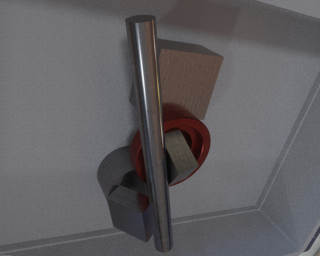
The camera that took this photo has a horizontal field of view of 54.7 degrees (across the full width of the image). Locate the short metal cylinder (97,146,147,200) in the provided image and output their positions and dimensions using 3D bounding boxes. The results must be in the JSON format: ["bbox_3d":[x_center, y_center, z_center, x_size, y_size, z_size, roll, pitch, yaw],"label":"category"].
[{"bbox_3d":[-0.038,0.071,0.416,0.081,0.050,0.079,-14,125,-21],"label":"short metal cylinder"}]

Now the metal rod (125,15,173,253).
[{"bbox_3d":[-0.005,0.034,0.336,0.025,0.025,0.298,-18,126,-19],"label":"metal rod"}]

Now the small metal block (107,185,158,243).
[{"bbox_3d":[-0.032,0.102,0.370,0.025,0.050,0.050,-44,139,-44],"label":"small metal block"}]

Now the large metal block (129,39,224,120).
[{"bbox_3d":[0.017,-0.057,0.365,0.081,0.050,0.079,0,119,-29],"label":"large metal block"}]

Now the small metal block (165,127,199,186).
[{"bbox_3d":[0.015,0.034,0.359,0.025,0.050,0.050,-19,161,-22],"label":"small metal block"}]

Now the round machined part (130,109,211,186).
[{"bbox_3d":[0.009,0.021,0.377,0.099,0.042,0.097,-14,125,-21],"label":"round machined part"}]
